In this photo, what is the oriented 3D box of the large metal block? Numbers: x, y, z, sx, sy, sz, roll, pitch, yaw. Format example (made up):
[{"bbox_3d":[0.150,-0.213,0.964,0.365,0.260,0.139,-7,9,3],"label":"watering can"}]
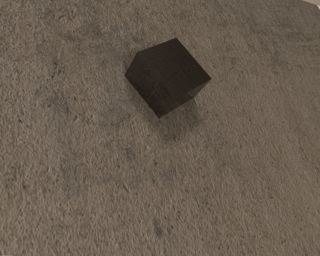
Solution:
[{"bbox_3d":[0.011,-0.072,0.440,0.081,0.050,0.080,-32,80,-38],"label":"large metal block"}]
